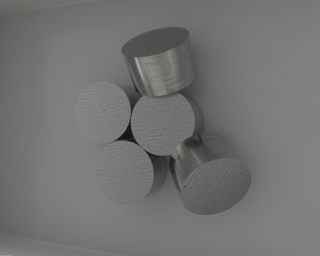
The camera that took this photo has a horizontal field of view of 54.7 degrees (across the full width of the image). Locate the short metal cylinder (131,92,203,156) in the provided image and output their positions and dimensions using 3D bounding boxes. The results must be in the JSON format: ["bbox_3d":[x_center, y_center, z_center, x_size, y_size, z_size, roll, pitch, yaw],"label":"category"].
[{"bbox_3d":[0.011,-0.007,0.391,0.080,0.050,0.079,0,90,19],"label":"short metal cylinder"}]

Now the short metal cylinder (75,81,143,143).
[{"bbox_3d":[-0.065,-0.020,0.417,0.080,0.050,0.079,0,90,19],"label":"short metal cylinder"}]

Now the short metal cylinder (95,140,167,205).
[{"bbox_3d":[-0.037,0.055,0.407,0.080,0.050,0.079,0,90,19],"label":"short metal cylinder"}]

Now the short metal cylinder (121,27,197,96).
[{"bbox_3d":[0.000,-0.081,0.371,0.080,0.080,0.050,-3,127,19],"label":"short metal cylinder"}]

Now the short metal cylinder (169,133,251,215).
[{"bbox_3d":[0.055,0.052,0.354,0.081,0.050,0.079,-7,122,-11],"label":"short metal cylinder"}]
